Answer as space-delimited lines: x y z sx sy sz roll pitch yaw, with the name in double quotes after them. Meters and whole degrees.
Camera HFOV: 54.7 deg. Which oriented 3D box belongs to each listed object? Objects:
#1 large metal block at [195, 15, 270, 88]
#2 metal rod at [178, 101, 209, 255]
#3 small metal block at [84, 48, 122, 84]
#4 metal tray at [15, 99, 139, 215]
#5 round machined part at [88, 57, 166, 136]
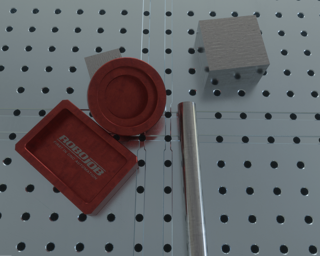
0.099 -0.107 0.439 0.081 0.050 0.080 -7 70 -3 "large metal block"
0.042 0.109 0.372 0.025 0.025 0.299 -2 70 -1 "metal rod"
-0.074 -0.079 0.440 0.050 0.025 0.050 -17 71 -7 "small metal block"
-0.104 0.036 0.394 0.130 0.030 0.090 38 74 12 "metal tray"
-0.045 -0.040 0.403 0.099 0.042 0.097 -1 94 -17 "round machined part"
